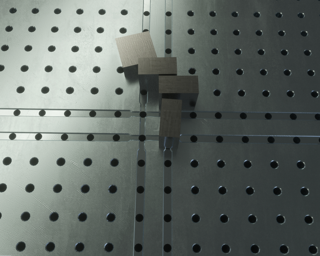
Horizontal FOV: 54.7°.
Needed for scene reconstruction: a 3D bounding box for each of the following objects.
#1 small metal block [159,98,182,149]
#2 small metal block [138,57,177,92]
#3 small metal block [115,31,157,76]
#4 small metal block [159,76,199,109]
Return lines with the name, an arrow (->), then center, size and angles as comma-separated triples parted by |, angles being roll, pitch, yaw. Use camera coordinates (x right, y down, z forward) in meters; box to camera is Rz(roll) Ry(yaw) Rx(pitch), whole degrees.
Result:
small metal block -> 0.013, -0.004, 0.400 | 0.025, 0.050, 0.050 | 4, 70, 1
small metal block -> -0.003, -0.073, 0.425 | 0.050, 0.050, 0.025 | -1, 70, -1
small metal block -> -0.034, -0.108, 0.451 | 0.050, 0.025, 0.050 | -14, 71, -6
small metal block -> 0.024, -0.047, 0.416 | 0.050, 0.050, 0.025 | 0, 70, -1
